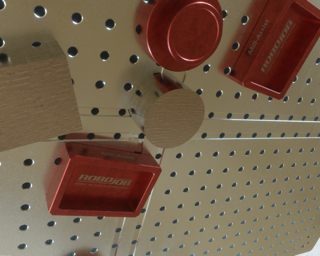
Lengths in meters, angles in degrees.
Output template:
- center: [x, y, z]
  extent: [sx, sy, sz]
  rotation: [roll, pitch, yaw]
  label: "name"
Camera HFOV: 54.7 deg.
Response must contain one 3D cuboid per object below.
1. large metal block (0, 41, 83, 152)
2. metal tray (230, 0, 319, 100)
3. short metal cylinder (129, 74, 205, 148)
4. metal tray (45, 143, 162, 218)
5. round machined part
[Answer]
- center: [-0.129, -0.033, 0.304]
  extent: [0.081, 0.050, 0.079]
  rotation: [-16, 125, -19]
  label: "large metal block"
- center: [0.165, -0.110, 0.429]
  extent: [0.091, 0.030, 0.129]
  rotation: [13, 112, -34]
  label: "metal tray"
- center: [0.008, -0.021, 0.386]
  extent: [0.081, 0.050, 0.079]
  rotation: [-14, 124, -21]
  label: "short metal cylinder"
- center: [-0.073, 0.074, 0.413]
  extent: [0.131, 0.030, 0.089]
  rotation: [13, 112, -34]
  label: "metal tray"
- center: [0.031, -0.109, 0.349]
  extent: [0.099, 0.042, 0.097]
  rotation: [-14, 124, -21]
  label: "round machined part"
